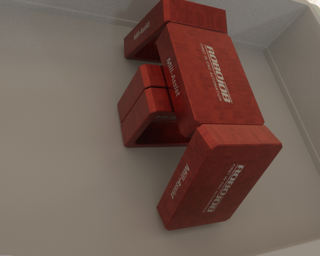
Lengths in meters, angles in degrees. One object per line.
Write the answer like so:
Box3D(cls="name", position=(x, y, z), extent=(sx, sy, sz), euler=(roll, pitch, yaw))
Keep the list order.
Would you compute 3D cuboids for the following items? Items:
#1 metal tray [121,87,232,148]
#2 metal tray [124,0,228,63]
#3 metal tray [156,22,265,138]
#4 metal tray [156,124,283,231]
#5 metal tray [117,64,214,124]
Box3D(cls="metal tray", position=(0.028, -0.009, 0.383), extent=(0.131, 0.090, 0.030), euler=(1, 62, -28))
Box3D(cls="metal tray", position=(0.016, -0.124, 0.420), extent=(0.091, 0.130, 0.030), euler=(1, 82, -28))
Box3D(cls="metal tray", position=(0.054, -0.053, 0.346), extent=(0.091, 0.030, 0.130), euler=(1, 61, -28))
Box3D(cls="metal tray", position=(0.060, 0.055, 0.333), extent=(0.091, 0.129, 0.030), euler=(1, 40, -29))
Box3D(cls="metal tray", position=(0.022, -0.036, 0.396), extent=(0.131, 0.090, 0.030), euler=(1, 62, -28))
